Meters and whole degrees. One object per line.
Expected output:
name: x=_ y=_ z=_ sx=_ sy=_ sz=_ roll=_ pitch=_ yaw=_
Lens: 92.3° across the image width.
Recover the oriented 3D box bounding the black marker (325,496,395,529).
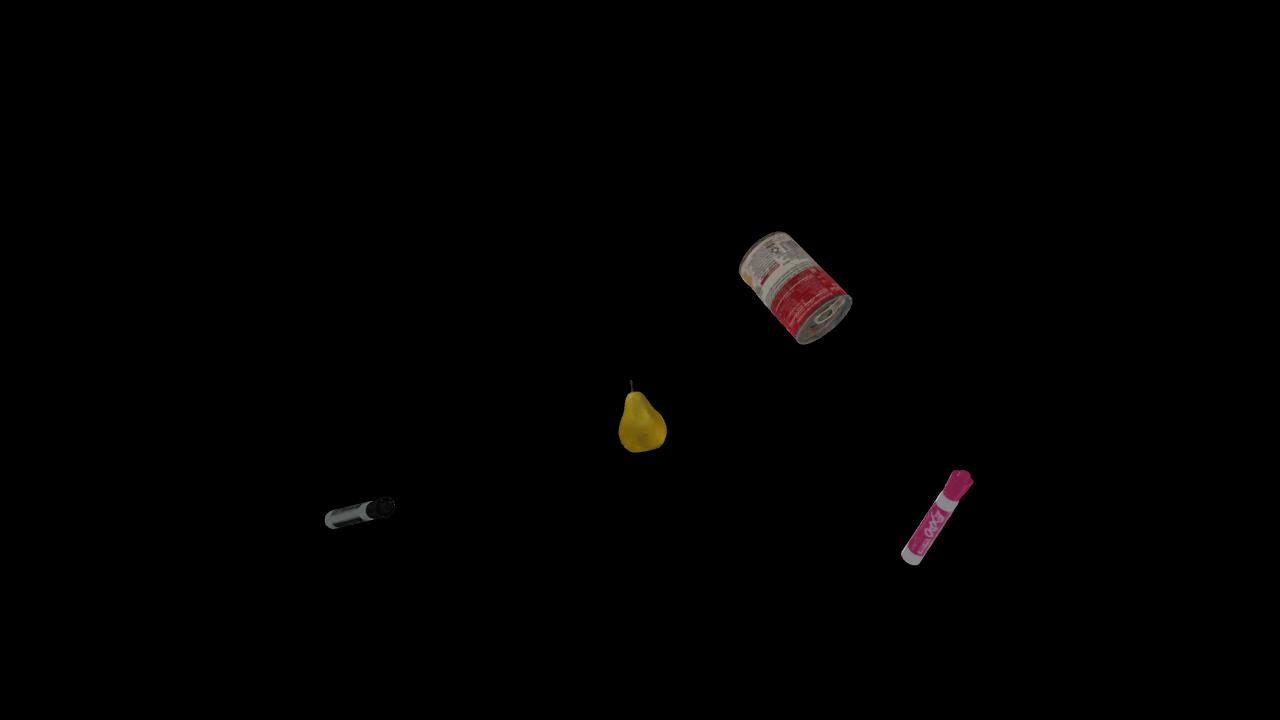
black marker: x=-0.263 y=0.144 z=0.576 sx=0.121 sy=0.020 sz=0.020 roll=-20 pitch=-13 yaw=41

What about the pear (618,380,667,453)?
pear: x=-0.002 y=0.088 z=0.965 sx=0.080 sy=0.111 sz=0.080 roll=-12 pitch=-11 yaw=-2

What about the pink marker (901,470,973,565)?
pink marker: x=0.278 y=0.148 z=0.576 sx=0.020 sy=0.121 sz=0.020 roll=7 pitch=35 yaw=-5

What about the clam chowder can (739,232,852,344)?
clam chowder can: x=0.157 y=-0.075 z=0.630 sx=0.068 sy=0.102 sz=0.068 roll=-27 pitch=-29 yaw=-16
